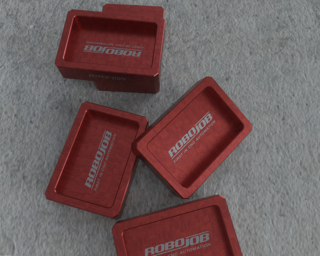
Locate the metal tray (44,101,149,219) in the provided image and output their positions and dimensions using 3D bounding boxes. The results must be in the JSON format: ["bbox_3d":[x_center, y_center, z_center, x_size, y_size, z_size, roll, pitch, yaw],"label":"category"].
[{"bbox_3d":[-0.075,0.039,0.390,0.090,0.030,0.130,15,70,5],"label":"metal tray"}]

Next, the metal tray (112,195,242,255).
[{"bbox_3d":[0.020,0.135,0.349,0.131,0.030,0.090,-14,79,-6],"label":"metal tray"}]

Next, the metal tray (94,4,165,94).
[{"bbox_3d":[-0.042,-0.116,0.447,0.091,0.030,0.130,3,70,1],"label":"metal tray"}]

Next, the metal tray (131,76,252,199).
[{"bbox_3d":[0.041,0.011,0.383,0.130,0.030,0.090,-44,98,-16],"label":"metal tray"}]

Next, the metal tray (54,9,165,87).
[{"bbox_3d":[-0.062,-0.107,0.411,0.131,0.030,0.090,6,70,2],"label":"metal tray"}]
